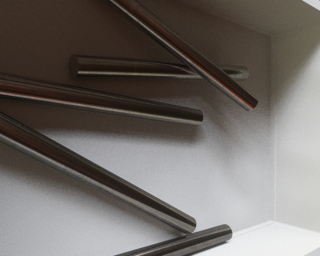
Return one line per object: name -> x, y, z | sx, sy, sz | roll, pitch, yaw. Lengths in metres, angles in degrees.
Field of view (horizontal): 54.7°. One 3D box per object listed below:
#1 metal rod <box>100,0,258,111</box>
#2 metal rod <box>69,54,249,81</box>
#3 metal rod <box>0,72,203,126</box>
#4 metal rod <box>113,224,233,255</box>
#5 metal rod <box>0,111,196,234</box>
metal rod -> 0.023, -0.105, 0.399 | 0.301, 0.025, 0.025 | 31, 71, -27
metal rod -> 0.024, -0.079, 0.425 | 0.302, 0.025, 0.025 | -6, 94, -40
metal rod -> -0.062, -0.029, 0.354 | 0.302, 0.025, 0.025 | 7, 86, -40
metal rod -> -0.010, 0.164, 0.398 | 0.302, 0.025, 0.025 | 1, 89, -40
metal rod -> -0.058, 0.064, 0.357 | 0.301, 0.025, 0.025 | 37, 68, -34
